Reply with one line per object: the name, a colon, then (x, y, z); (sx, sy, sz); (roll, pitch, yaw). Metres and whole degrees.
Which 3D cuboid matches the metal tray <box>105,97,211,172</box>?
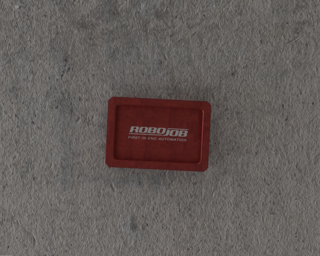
metal tray: (-0.002, 0.008, 0.407); (0.131, 0.030, 0.090); (3, 90, 0)
